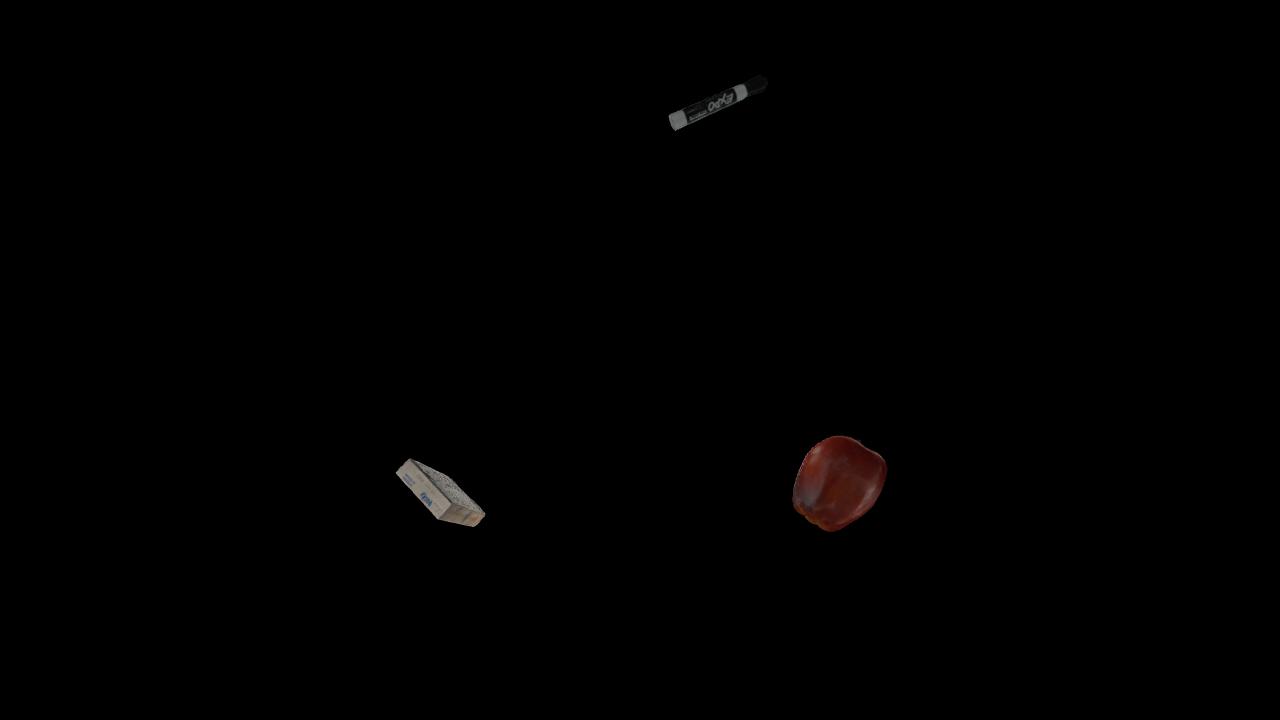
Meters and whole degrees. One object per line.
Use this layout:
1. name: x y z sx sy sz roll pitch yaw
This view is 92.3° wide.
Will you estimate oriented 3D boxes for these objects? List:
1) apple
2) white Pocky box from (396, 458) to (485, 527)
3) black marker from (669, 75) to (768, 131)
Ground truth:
1. apple: 0.188 0.115 0.584 0.079 0.093 0.079 35 -13 9
2. white Pocky box: -0.257 0.177 0.807 0.084 0.028 0.154 41 -14 13
3. black marker: 0.091 -0.297 0.707 0.121 0.020 0.020 -25 1 -2
